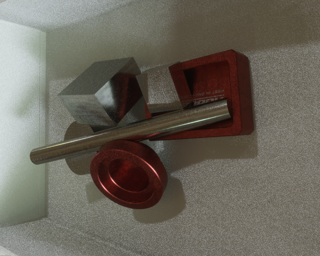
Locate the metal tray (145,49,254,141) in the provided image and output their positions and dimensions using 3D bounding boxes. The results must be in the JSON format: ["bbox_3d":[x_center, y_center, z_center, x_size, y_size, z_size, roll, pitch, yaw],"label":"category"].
[{"bbox_3d":[0.040,-0.032,0.366,0.130,0.030,0.089,-6,86,39],"label":"metal tray"}]

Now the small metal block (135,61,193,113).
[{"bbox_3d":[0.005,-0.048,0.371,0.050,0.025,0.050,-6,112,40],"label":"small metal block"}]

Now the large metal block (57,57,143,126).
[{"bbox_3d":[-0.075,-0.049,0.419,0.080,0.080,0.050,4,135,40],"label":"large metal block"}]

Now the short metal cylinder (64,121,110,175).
[{"bbox_3d":[-0.101,0.028,0.468,0.080,0.050,0.079,0,90,39],"label":"short metal cylinder"}]

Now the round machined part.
[{"bbox_3d":[-0.036,0.055,0.401,0.098,0.042,0.097,11,126,16],"label":"round machined part"}]

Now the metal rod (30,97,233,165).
[{"bbox_3d":[-0.055,0.011,0.394,0.300,0.025,0.025,-14,81,27],"label":"metal rod"}]
